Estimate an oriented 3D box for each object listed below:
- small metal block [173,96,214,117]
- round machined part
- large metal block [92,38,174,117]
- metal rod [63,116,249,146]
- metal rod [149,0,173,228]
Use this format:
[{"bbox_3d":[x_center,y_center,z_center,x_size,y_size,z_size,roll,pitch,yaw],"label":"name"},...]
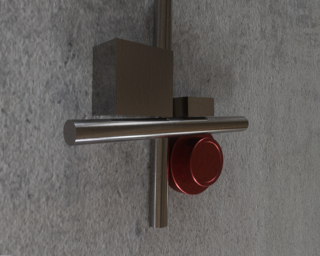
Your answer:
[{"bbox_3d":[0.038,-0.028,0.425,0.050,0.050,0.025,-2,92,-40],"label":"small metal block"},{"bbox_3d":[0.053,0.047,0.441,0.099,0.042,0.097,0,90,-40],"label":"round machined part"},{"bbox_3d":[-0.031,-0.053,0.364,0.081,0.050,0.079,1,90,-40],"label":"large metal block"},{"bbox_3d":[0.024,-0.001,0.396,0.302,0.025,0.025,-3,92,-44],"label":"metal rod"},{"bbox_3d":[0.001,-0.022,0.409,0.025,0.025,0.298,2,89,-40],"label":"metal rod"}]
